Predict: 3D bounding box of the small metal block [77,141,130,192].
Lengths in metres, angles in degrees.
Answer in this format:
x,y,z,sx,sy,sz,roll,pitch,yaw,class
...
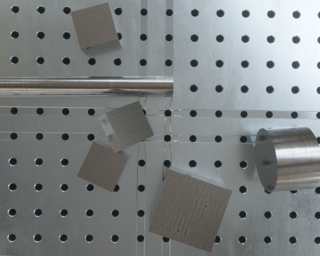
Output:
x,y,z,sx,sy,sz,roll,pitch,yaw,class
-0.074,0.050,0.412,0.050,0.025,0.050,25,91,-1,small metal block

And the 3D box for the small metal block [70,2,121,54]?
x,y,z,sx,sy,sz,roll,pitch,yaw,class
-0.085,-0.132,0.412,0.050,0.025,0.050,-15,90,-1,small metal block

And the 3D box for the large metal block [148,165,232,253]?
x,y,z,sx,sy,sz,roll,pitch,yaw,class
0.037,0.101,0.402,0.080,0.050,0.080,19,90,-1,large metal block

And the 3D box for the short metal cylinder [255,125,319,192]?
x,y,z,sx,sy,sz,roll,pitch,yaw,class
0.157,0.038,0.388,0.050,0.080,0.079,-4,90,0,short metal cylinder

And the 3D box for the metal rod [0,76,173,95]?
x,y,z,sx,sy,sz,roll,pitch,yaw,class
-0.134,-0.056,0.411,0.302,0.025,0.025,0,90,-1,metal rod

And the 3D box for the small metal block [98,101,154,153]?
x,y,z,sx,sy,sz,roll,pitch,yaw,class
-0.043,-0.002,0.401,0.050,0.025,0.050,-24,90,-34,small metal block
